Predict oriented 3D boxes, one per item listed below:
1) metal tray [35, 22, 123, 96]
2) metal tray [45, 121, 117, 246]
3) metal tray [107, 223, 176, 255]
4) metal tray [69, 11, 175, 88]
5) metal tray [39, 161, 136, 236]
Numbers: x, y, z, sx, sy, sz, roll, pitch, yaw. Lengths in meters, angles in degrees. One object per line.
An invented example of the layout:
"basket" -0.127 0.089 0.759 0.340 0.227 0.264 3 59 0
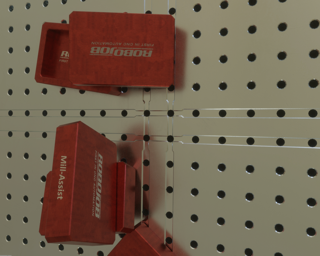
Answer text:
"metal tray" -0.115 -0.101 0.451 0.130 0.030 0.090 11 94 19
"metal tray" -0.087 0.068 0.366 0.030 0.090 0.130 -11 64 19
"metal tray" -0.039 0.207 0.424 0.090 0.030 0.130 42 103 15
"metal tray" -0.048 -0.099 0.400 0.131 0.030 0.089 1 93 -3
"metal tray" -0.100 0.100 0.429 0.130 0.030 0.090 -9 65 19
